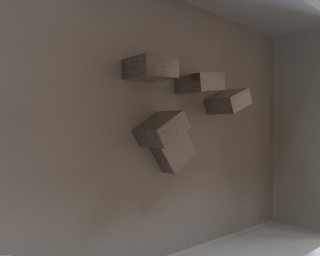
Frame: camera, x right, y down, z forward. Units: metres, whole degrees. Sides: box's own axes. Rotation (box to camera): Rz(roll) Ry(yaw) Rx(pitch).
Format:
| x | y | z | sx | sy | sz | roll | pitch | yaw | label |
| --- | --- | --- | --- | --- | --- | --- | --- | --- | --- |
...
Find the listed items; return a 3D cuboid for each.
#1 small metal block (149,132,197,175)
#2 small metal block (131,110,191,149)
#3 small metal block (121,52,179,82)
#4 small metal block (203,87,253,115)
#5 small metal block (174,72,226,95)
| x | y | z | sx | sy | sz | roll | pitch | yaw | label |
| --- | --- | --- | --- | --- | --- | --- | --- | --- | --- |
| 0.017 | 0.027 | 0.421 | 0.050 | 0.025 | 0.050 | -42 | 116 | -32 | small metal block |
| 0.001 | 0.001 | 0.391 | 0.050 | 0.050 | 0.025 | -37 | 113 | -34 | small metal block |
| -0.012 | -0.073 | 0.380 | 0.050 | 0.050 | 0.025 | -2 | 92 | -40 | small metal block |
| 0.105 | -0.041 | 0.478 | 0.050 | 0.050 | 0.025 | -27 | 107 | -37 | small metal block |
| 0.056 | -0.063 | 0.437 | 0.050 | 0.050 | 0.025 | -10 | 97 | -40 | small metal block |
